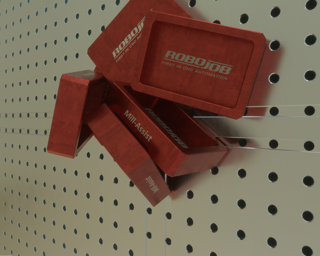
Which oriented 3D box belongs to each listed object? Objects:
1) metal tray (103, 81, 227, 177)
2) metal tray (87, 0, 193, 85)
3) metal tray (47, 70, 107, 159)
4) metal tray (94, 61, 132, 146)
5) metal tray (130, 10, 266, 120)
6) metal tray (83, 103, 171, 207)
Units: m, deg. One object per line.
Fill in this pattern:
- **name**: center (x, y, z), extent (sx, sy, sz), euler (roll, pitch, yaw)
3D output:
- **metal tray**: center (0.005, -0.003, 0.362), extent (0.130, 0.091, 0.030), euler (46, 117, 30)
- **metal tray**: center (-0.026, -0.114, 0.404), extent (0.130, 0.030, 0.090), euler (-44, 66, 15)
- **metal tray**: center (-0.100, -0.025, 0.394), extent (0.030, 0.130, 0.089), euler (14, 102, -4)
- **metal tray**: center (-0.071, -0.049, 0.466), extent (0.090, 0.030, 0.129), euler (46, 117, 29)
- **metal tray**: center (0.039, -0.070, 0.343), extent (0.130, 0.030, 0.089), euler (17, 102, 15)
- **metal tray**: center (-0.036, 0.037, 0.377), extent (0.030, 0.130, 0.090), euler (-38, 60, -9)
